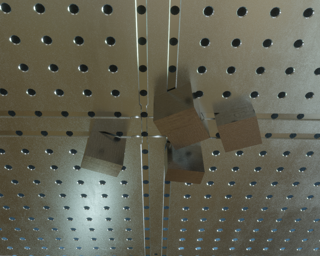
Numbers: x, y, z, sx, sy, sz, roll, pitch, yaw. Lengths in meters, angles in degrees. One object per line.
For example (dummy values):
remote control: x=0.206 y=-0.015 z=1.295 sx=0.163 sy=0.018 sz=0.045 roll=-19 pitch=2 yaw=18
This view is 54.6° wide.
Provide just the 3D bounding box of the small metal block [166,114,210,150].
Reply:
small metal block: x=0.032 y=-0.003 z=0.409 sx=0.050 sy=0.025 sz=0.050 roll=-21 pitch=127 yaw=17

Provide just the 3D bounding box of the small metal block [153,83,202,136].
small metal block: x=0.020 y=-0.023 z=0.376 sx=0.050 sy=0.050 sz=0.025 roll=-19 pitch=127 yaw=15

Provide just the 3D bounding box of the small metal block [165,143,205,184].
small metal block: x=0.033 y=0.049 z=0.437 sx=0.050 sy=0.050 sz=0.025 roll=7 pitch=130 yaw=-6

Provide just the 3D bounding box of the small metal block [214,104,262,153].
small metal block: x=0.104 y=0.001 z=0.413 sx=0.050 sy=0.025 sz=0.050 roll=-16 pitch=129 yaw=13

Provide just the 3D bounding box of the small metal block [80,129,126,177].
small metal block: x=-0.076 y=0.034 z=0.424 sx=0.050 sy=0.050 sz=0.025 roll=18 pitch=128 yaw=-15
